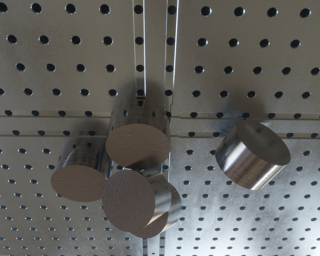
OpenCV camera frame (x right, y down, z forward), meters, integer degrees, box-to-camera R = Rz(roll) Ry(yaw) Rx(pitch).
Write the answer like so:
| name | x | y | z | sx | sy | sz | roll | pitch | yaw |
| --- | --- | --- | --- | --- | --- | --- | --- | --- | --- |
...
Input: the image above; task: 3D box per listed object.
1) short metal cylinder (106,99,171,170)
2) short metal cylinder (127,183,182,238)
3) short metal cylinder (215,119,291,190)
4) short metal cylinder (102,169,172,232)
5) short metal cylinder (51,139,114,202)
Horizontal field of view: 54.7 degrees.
| name | x | y | z | sx | sy | sz | roll | pitch | yaw |
| --- | --- | --- | --- | --- | --- | --- | --- | --- | --- |
| short metal cylinder | -0.027 | 0.009 | 0.403 | 0.081 | 0.050 | 0.079 | 0 | 130 | 0 |
| short metal cylinder | -0.014 | 0.120 | 0.469 | 0.080 | 0.080 | 0.050 | -28 | 165 | 21 |
| short metal cylinder | 0.121 | 0.034 | 0.406 | 0.081 | 0.080 | 0.050 | 19 | 128 | -16 |
| short metal cylinder | -0.031 | 0.096 | 0.423 | 0.080 | 0.080 | 0.050 | -28 | 165 | 21 |
| short metal cylinder | -0.110 | 0.062 | 0.447 | 0.081 | 0.050 | 0.079 | -1 | 130 | 0 |
